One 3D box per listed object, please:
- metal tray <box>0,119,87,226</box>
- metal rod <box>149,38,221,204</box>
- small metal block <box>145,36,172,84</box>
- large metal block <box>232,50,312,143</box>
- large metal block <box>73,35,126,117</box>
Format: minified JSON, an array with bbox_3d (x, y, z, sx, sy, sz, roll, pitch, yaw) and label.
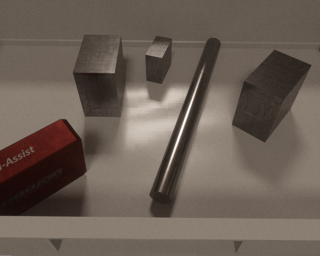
[{"bbox_3d":[-0.141,0.053,0.313,0.131,0.090,0.030,-32,70,-25],"label":"metal tray"},{"bbox_3d":[0.046,-0.033,0.433,0.025,0.025,0.300,14,51,11],"label":"metal rod"},{"bbox_3d":[-0.001,-0.105,0.477,0.025,0.050,0.050,14,51,11],"label":"small metal block"},{"bbox_3d":[0.144,-0.042,0.406,0.050,0.080,0.080,32,57,24],"label":"large metal block"},{"bbox_3d":[-0.079,-0.072,0.428,0.050,0.080,0.080,1,50,0],"label":"large metal block"}]
